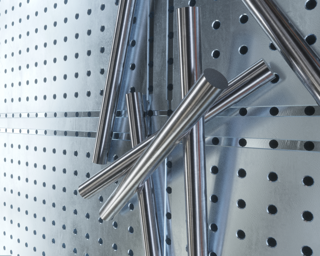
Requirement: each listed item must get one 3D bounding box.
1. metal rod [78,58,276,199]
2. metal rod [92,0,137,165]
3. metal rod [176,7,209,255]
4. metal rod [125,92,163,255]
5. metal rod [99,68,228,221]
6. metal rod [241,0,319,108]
[{"bbox_3d":[0.002,0.015,0.384,0.299,0.025,0.025,-35,68,26],"label":"metal rod"},{"bbox_3d":[-0.065,-0.091,0.464,0.025,0.025,0.298,19,102,38],"label":"metal rod"},{"bbox_3d":[0.038,0.026,0.342,0.025,0.025,0.298,6,105,40],"label":"metal rod"},{"bbox_3d":[-0.018,0.099,0.425,0.025,0.025,0.299,-12,82,39],"label":"metal rod"},{"bbox_3d":[-0.016,0.044,0.370,0.025,0.025,0.298,60,138,23],"label":"metal rod"},{"bbox_3d":[0.109,-0.120,0.319,0.025,0.025,0.299,-40,66,33],"label":"metal rod"}]
